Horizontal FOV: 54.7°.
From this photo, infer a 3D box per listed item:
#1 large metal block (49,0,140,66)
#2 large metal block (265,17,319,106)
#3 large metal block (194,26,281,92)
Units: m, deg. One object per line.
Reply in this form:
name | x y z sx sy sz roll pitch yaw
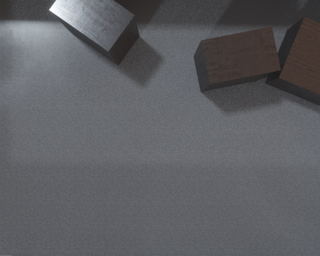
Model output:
large metal block | -0.075 -0.128 0.383 0.080 0.080 0.050 35 90 0
large metal block | 0.197 -0.083 0.400 0.080 0.050 0.080 23 90 0
large metal block | 0.090 -0.081 0.384 0.080 0.080 0.050 -11 90 0
